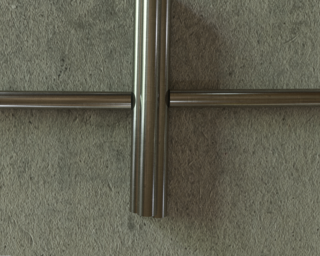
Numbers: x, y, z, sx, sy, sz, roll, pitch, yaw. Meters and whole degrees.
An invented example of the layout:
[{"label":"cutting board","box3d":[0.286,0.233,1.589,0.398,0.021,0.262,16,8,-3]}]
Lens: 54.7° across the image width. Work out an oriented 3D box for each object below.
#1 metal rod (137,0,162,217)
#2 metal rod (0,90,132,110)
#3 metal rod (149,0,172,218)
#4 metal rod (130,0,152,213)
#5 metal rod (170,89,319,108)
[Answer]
[{"label":"metal rod","box3d":[-0.013,-0.040,0.391,0.025,0.025,0.298,1,90,-1]},{"label":"metal rod","box3d":[-0.188,-0.037,0.408,0.302,0.025,0.025,0,90,-1]},{"label":"metal rod","box3d":[0.000,-0.033,0.412,0.025,0.025,0.298,1,90,-1]},{"label":"metal rod","box3d":[-0.025,-0.039,0.411,0.025,0.025,0.298,1,90,-1]},{"label":"metal rod","box3d":[0.164,-0.040,0.413,0.302,0.025,0.025,0,90,-1]}]
